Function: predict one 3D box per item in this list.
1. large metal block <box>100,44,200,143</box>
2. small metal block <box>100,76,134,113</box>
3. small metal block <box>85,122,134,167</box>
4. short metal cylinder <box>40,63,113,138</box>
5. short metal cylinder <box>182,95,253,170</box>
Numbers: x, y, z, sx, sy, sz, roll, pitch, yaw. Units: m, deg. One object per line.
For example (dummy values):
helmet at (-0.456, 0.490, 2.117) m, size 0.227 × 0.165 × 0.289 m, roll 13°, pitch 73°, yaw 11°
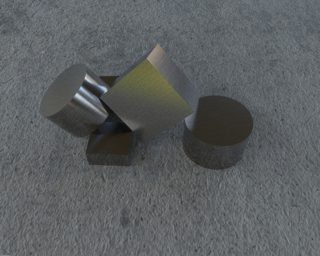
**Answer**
large metal block at (-0.011, -0.040, 0.379) m, size 0.080 × 0.080 × 0.050 m, roll 47°, pitch 32°, yaw -16°
small metal block at (-0.063, -0.049, 0.445) m, size 0.050 × 0.025 × 0.050 m, roll -1°, pitch 50°, yaw -1°
small metal block at (-0.061, 0.020, 0.387) m, size 0.050 × 0.025 × 0.050 m, roll 2°, pitch 50°, yaw 1°
short metal cylinder at (-0.104, -0.035, 0.393) m, size 0.080 × 0.050 × 0.080 m, roll -24°, pitch 45°, yaw 27°
short metal cylinder at (0.069, 0.005, 0.385) m, size 0.081 × 0.050 × 0.080 m, roll 0°, pitch 50°, yaw 0°
